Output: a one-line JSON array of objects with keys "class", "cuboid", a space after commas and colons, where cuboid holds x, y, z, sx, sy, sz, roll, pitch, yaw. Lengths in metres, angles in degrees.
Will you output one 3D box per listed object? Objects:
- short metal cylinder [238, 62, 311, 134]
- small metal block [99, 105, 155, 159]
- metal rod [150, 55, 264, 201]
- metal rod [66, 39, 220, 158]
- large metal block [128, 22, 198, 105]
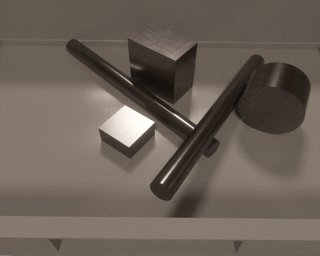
[{"class": "short metal cylinder", "cuboid": [0.149, -0.038, 0.403, 0.080, 0.080, 0.050, 20, 53, 15]}, {"class": "small metal block", "cuboid": [-0.042, 0.004, 0.401, 0.050, 0.025, 0.050, 30, 56, 22]}, {"class": "metal rod", "cuboid": [0.078, -0.022, 0.398, 0.025, 0.025, 0.301, 25, 46, 19]}, {"class": "metal rod", "cuboid": [-0.040, -0.055, 0.450, 0.300, 0.025, 0.025, 38, 59, 27]}, {"class": "large metal block", "cuboid": [0.003, -0.093, 0.447, 0.080, 0.080, 0.050, 31, 56, 23]}]
